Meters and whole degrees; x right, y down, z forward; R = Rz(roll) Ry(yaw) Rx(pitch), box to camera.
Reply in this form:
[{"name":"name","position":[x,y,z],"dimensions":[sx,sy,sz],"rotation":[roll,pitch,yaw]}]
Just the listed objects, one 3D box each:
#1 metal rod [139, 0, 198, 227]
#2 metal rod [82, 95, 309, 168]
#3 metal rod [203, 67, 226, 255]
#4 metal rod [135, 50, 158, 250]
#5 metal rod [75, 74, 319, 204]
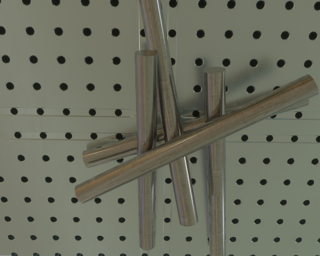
[{"name":"metal rod","position":[0.012,-0.019,0.384],"dimensions":[0.025,0.025,0.298],"rotation":[-10,102,3]},{"name":"metal rod","position":[0.042,0.001,0.414],"dimensions":[0.301,0.025,0.025],"rotation":[-16,109,5]},{"name":"metal rod","position":[0.076,0.066,0.419],"dimensions":[0.025,0.025,0.298],"rotation":[-5,117,2]},{"name":"metal rod","position":[-0.017,0.049,0.407],"dimensions":[0.025,0.025,0.298],"rotation":[1,119,0]},{"name":"metal rod","position":[0.033,0.018,0.363],"dimensions":[0.300,0.025,0.025],"rotation":[-26,108,10]}]
